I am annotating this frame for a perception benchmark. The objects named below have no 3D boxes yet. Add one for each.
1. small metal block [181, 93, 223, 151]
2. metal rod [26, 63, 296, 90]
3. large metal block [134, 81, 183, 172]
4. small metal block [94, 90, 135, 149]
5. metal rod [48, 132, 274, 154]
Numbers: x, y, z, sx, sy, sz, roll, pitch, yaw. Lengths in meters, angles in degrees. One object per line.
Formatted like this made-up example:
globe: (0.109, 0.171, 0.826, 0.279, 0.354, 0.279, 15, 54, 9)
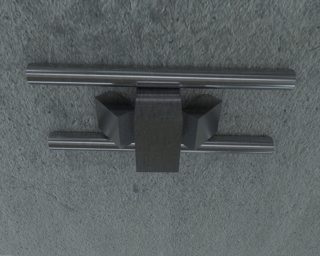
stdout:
small metal block: (0.050, -0.008, 0.385, 0.025, 0.050, 0.050, 30, 138, 30)
metal rod: (0.003, -0.059, 0.358, 0.302, 0.025, 0.025, 1, 130, -2)
large metal block: (-0.002, -0.003, 0.373, 0.050, 0.080, 0.079, 1, 130, -1)
small metal block: (-0.054, -0.011, 0.381, 0.025, 0.050, 0.050, -28, 139, -30)
metal rod: (0.003, 0.021, 0.427, 0.302, 0.025, 0.025, 1, 130, -2)
